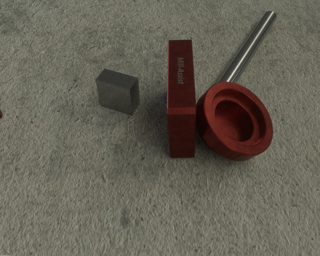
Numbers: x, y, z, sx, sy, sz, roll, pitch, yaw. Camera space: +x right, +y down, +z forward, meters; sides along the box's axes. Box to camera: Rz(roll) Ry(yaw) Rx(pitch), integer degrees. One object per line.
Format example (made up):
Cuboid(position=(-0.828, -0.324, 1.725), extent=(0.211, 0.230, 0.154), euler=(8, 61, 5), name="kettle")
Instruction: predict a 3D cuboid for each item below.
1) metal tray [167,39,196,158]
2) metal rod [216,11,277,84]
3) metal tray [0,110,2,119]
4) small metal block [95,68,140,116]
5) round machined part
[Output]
Cuboid(position=(0.027, -0.038, 0.392), extent=(0.030, 0.090, 0.130), euler=(-1, 50, 4), name="metal tray")
Cuboid(position=(0.131, -0.108, 0.495), extent=(0.025, 0.025, 0.301), euler=(24, 54, 18), name="metal rod")
Cuboid(position=(-0.288, -0.003, 0.398), extent=(0.090, 0.030, 0.130), euler=(25, 54, 19), name="metal tray")
Cuboid(position=(-0.057, -0.049, 0.428), extent=(0.050, 0.050, 0.025), euler=(18, 52, 14), name="small metal block")
Cuboid(position=(0.086, -0.005, 0.381), extent=(0.099, 0.042, 0.098), euler=(12, 60, -21), name="round machined part")
